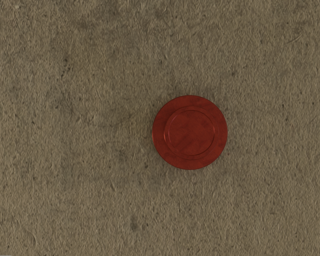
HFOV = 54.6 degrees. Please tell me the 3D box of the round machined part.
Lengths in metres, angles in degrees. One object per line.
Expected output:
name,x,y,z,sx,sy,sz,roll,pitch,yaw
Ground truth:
round machined part,0.039,0.006,0.402,0.099,0.042,0.097,0,90,0
